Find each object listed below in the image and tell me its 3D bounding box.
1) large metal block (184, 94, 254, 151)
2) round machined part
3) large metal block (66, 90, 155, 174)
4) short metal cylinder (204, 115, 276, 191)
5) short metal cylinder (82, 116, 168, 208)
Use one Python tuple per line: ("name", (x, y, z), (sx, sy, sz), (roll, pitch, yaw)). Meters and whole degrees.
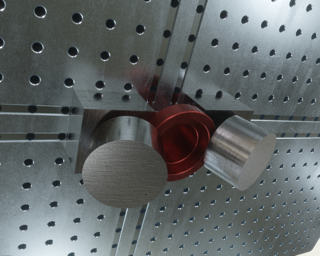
("large metal block", (0.073, 0.000, 0.434), (0.081, 0.050, 0.079), (-1, 119, -28))
("round machined part", (0.017, 0.014, 0.380), (0.099, 0.042, 0.097), (-14, 124, -21))
("large metal block", (-0.060, 0.004, 0.364), (0.081, 0.050, 0.079), (1, 118, -29))
("short metal cylinder", (0.100, 0.031, 0.387), (0.081, 0.050, 0.079), (-31, 137, -33))
("short metal cylinder", (-0.034, 0.034, 0.316), (0.081, 0.050, 0.079), (-2, 118, -4))
